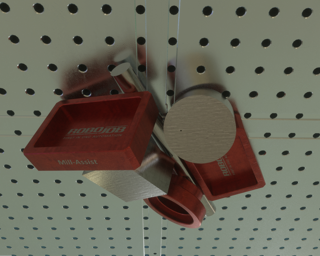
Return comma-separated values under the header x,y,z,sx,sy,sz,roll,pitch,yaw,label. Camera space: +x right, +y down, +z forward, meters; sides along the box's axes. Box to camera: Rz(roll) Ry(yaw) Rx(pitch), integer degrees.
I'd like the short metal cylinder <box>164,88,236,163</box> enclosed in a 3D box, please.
x,y,z,sx,sy,sz,roll,pitch,yaw,label
0.048,-0.004,0.368,0.080,0.050,0.079,3,107,10,short metal cylinder

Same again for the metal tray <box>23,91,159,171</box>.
x,y,z,sx,sy,sz,roll,pitch,yaw,label
-0.075,0.003,0.348,0.130,0.090,0.030,-3,133,22,metal tray

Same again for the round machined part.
x,y,z,sx,sy,sz,roll,pitch,yaw,label
0.025,0.106,0.467,0.098,0.042,0.098,24,149,16,round machined part

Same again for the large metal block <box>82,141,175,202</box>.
x,y,z,sx,sy,sz,roll,pitch,yaw,label
-0.041,0.053,0.411,0.080,0.050,0.080,-22,130,40,large metal block

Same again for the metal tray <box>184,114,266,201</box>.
x,y,z,sx,sy,sz,roll,pitch,yaw,label
0.090,0.048,0.445,0.090,0.030,0.130,-20,128,16,metal tray

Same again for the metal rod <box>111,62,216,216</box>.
x,y,z,sx,sy,sz,roll,pitch,yaw,label
0.019,0.036,0.437,0.025,0.025,0.299,-20,128,16,metal rod
